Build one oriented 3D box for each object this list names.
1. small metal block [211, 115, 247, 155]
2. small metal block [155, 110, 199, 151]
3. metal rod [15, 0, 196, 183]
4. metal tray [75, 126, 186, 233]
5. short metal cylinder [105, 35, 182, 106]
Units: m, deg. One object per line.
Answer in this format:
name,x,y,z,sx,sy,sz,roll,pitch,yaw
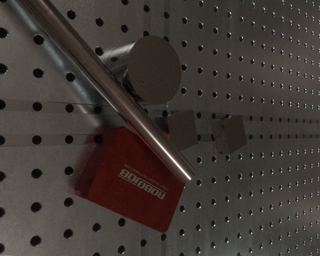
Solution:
small metal block,0.114,0.010,0.508,0.050,0.025,0.050,-23,105,-38
small metal block,0.024,0.004,0.431,0.050,0.025,0.050,-17,101,-39
metal rod,-0.057,-0.047,0.337,0.300,0.025,0.025,49,60,-20
metal tray,-0.028,0.066,0.385,0.130,0.030,0.090,36,68,-34
short metal cylinder,-0.020,-0.067,0.378,0.081,0.050,0.079,0,90,-40
